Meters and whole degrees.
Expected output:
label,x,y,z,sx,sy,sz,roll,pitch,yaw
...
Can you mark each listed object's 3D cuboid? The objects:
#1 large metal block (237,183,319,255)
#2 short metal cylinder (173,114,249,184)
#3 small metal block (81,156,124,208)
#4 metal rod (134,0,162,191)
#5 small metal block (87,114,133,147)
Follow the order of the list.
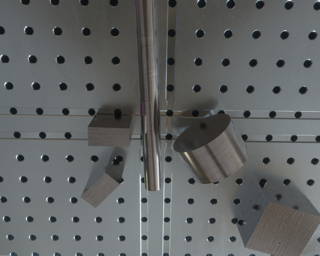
label,x,y,z,sx,sy,sz,roll,pitch,yaw
large metal block,0.171,0.137,0.452,0.080,0.050,0.079,18,109,-7
short metal cylinder,0.064,0.025,0.394,0.080,0.080,0.050,-30,108,10
small metal block,-0.078,0.073,0.426,0.025,0.050,0.050,42,105,-14
metal rod,-0.014,-0.056,0.392,0.025,0.025,0.298,-2,110,0
small metal block,-0.062,0.003,0.400,0.050,0.050,0.025,2,110,-1
